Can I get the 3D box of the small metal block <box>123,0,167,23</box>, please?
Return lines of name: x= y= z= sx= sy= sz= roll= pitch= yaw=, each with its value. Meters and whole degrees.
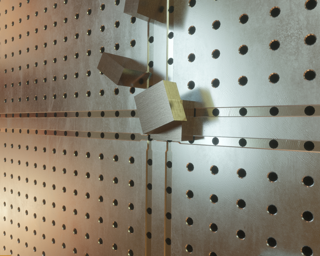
small metal block: x=-0.017 y=-0.170 z=0.408 sx=0.025 sy=0.050 sz=0.050 roll=18 pitch=102 yaw=39

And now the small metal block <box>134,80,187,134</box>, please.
small metal block: x=0.000 y=-0.024 z=0.378 sx=0.050 sy=0.025 sz=0.050 roll=-24 pitch=74 yaw=37

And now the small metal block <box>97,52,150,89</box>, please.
small metal block: x=-0.051 y=-0.081 z=0.437 sx=0.050 sy=0.050 sz=0.025 roll=41 pitch=115 yaw=32

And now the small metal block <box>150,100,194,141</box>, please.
small metal block: x=0.015 y=-0.010 z=0.398 sx=0.050 sy=0.025 sz=0.050 roll=3 pitch=92 yaw=40
